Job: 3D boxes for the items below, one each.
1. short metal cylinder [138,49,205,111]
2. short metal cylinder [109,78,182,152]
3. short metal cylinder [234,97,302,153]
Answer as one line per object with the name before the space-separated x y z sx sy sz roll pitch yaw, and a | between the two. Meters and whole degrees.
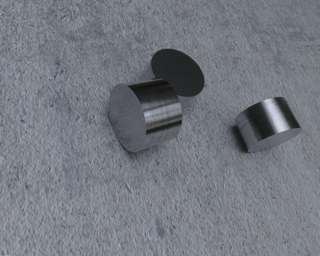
short metal cylinder | 0.015 -0.064 0.434 0.081 0.050 0.080 14 56 -21
short metal cylinder | -0.019 -0.017 0.368 0.050 0.080 0.080 -16 71 -34
short metal cylinder | 0.157 -0.003 0.455 0.081 0.080 0.050 -6 65 -31
